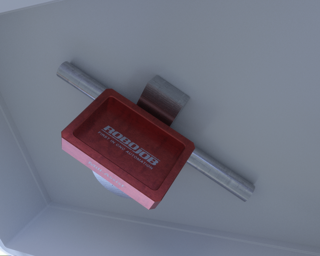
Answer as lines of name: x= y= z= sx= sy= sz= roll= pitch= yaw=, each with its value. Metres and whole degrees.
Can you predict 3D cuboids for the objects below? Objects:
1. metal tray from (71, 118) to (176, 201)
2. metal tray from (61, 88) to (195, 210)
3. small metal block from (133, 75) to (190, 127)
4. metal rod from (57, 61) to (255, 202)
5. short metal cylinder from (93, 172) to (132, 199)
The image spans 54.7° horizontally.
metal tray: x=-0.038 y=0.034 z=0.405 sx=0.130 sy=0.090 sz=0.030 roll=34 pitch=129 yaw=5
metal tray: x=-0.036 y=0.021 z=0.362 sx=0.130 sy=0.090 sz=0.030 roll=34 pitch=146 yaw=5
small metal block: x=0.001 y=-0.029 z=0.387 sx=0.050 sy=0.025 sz=0.050 roll=35 pitch=129 yaw=4
metal rod: x=-0.009 y=0.002 z=0.413 sx=0.301 sy=0.025 sz=0.025 roll=34 pitch=129 yaw=5
short metal cylinder: x=-0.050 y=0.054 z=0.441 sx=0.080 sy=0.050 sz=0.079 roll=19 pitch=134 yaw=21
